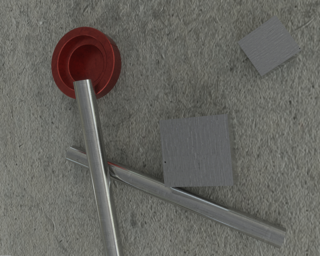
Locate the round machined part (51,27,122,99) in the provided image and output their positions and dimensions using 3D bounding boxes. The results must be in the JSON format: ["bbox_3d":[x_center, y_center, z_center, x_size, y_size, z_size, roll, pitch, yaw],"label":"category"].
[{"bbox_3d":[-0.098,-0.087,0.433,0.098,0.042,0.097,0,90,19],"label":"round machined part"}]

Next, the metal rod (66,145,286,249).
[{"bbox_3d":[0.007,0.082,0.405,0.301,0.025,0.025,19,96,18],"label":"metal rod"}]

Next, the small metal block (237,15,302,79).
[{"bbox_3d":[0.128,-0.094,0.364,0.050,0.025,0.050,-34,79,16],"label":"small metal block"}]

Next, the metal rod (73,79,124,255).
[{"bbox_3d":[-0.075,0.086,0.410,0.025,0.025,0.298,-7,97,19],"label":"metal rod"}]

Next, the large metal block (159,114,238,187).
[{"bbox_3d":[0.049,0.027,0.378,0.080,0.050,0.080,-5,88,19],"label":"large metal block"}]
